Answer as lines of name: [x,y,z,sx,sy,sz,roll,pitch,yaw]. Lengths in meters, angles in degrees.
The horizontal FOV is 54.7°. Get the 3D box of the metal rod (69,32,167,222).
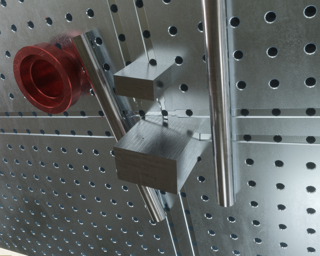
metal rod: [-0.052,0.013,0.444,0.025,0.025,0.298,-8,115,31]

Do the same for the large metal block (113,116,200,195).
large metal block: [-0.001,0.031,0.394,0.080,0.080,0.050,10,123,22]

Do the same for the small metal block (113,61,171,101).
small metal block: [-0.020,-0.057,0.369,0.050,0.050,0.025,11,123,22]

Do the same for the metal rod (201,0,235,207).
metal rod: [0.069,-0.031,0.355,0.025,0.025,0.298,5,121,25]

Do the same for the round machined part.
round machined part: [-0.151,-0.072,0.433,0.098,0.042,0.097,13,124,20]
